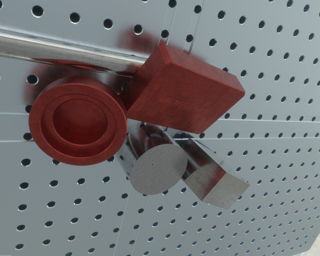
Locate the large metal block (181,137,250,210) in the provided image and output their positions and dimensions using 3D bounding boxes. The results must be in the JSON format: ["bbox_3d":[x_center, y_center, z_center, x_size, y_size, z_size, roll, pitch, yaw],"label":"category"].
[{"bbox_3d":[0.072,0.067,0.451,0.050,0.080,0.080,-51,138,8],"label":"large metal block"}]

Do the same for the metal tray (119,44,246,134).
[{"bbox_3d":[0.028,-0.039,0.374,0.131,0.030,0.090,13,135,-38],"label":"metal tray"}]

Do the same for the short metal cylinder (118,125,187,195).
[{"bbox_3d":[-0.011,0.043,0.417,0.081,0.050,0.079,-14,124,-21],"label":"short metal cylinder"}]

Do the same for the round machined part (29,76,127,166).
[{"bbox_3d":[-0.085,-0.010,0.335,0.099,0.042,0.097,-3,120,-4],"label":"round machined part"}]

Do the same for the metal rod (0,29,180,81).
[{"bbox_3d":[-0.039,-0.070,0.347,0.302,0.025,0.025,4,116,-31],"label":"metal rod"}]
